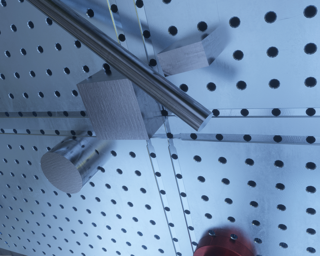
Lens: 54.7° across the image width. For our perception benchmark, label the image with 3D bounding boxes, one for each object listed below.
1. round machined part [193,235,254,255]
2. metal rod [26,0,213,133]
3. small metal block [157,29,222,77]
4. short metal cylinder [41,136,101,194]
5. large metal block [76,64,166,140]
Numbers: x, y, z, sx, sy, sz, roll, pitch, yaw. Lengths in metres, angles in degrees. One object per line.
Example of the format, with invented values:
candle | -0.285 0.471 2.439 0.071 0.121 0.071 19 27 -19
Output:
round machined part | 0.098 0.219 0.484 0.098 0.042 0.097 13 124 20
metal rod | -0.068 -0.095 0.350 0.300 0.025 0.025 39 130 15
small metal block | 0.032 -0.079 0.328 0.050 0.050 0.025 -9 114 31
short metal cylinder | -0.145 0.060 0.506 0.080 0.050 0.079 13 124 20
large metal block | -0.048 -0.032 0.399 0.080 0.050 0.080 -2 118 28
